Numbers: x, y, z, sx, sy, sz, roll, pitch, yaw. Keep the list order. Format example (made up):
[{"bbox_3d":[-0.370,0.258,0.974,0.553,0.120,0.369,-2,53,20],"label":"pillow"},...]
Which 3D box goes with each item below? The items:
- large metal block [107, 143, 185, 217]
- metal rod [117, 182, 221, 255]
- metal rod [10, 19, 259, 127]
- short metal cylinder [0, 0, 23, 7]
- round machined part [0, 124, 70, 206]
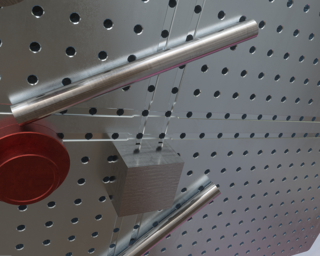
[{"bbox_3d":[-0.021,0.069,0.428,0.081,0.050,0.079,-2,119,-28],"label":"large metal block"},{"bbox_3d":[-0.023,0.193,0.519,0.301,0.025,0.025,-37,130,-4],"label":"metal rod"},{"bbox_3d":[-0.016,-0.070,0.360,0.302,0.025,0.025,-23,127,-15],"label":"metal rod"},{"bbox_3d":[-0.133,-0.139,0.237,0.081,0.050,0.079,-14,125,-21],"label":"short metal cylinder"},{"bbox_3d":[-0.151,0.047,0.348,0.099,0.042,0.097,-14,125,-21],"label":"round machined part"}]
